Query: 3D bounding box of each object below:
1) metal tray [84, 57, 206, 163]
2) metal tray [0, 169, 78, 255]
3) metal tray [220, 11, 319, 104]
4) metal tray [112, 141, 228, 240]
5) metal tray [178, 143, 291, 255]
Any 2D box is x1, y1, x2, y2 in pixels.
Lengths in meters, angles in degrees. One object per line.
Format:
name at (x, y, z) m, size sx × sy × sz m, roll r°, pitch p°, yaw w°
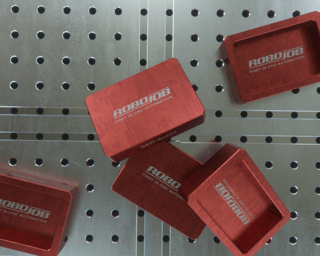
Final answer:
metal tray at (-0.019, -0.024, 0.394) m, size 0.131 × 0.030 × 0.090 m, roll -25°, pitch 68°, yaw -1°
metal tray at (-0.185, 0.109, 0.408) m, size 0.131 × 0.030 × 0.089 m, roll 14°, pitch 90°, yaw -1°
metal tray at (0.156, -0.092, 0.412) m, size 0.131 × 0.030 × 0.090 m, roll -16°, pitch 90°, yaw -1°
metal tray at (0.015, 0.074, 0.411) m, size 0.130 × 0.030 × 0.090 m, roll 32°, pitch 90°, yaw -1°
metal tray at (0.095, 0.094, 0.385) m, size 0.090 × 0.030 × 0.130 m, roll -42°, pitch 111°, yaw -7°
